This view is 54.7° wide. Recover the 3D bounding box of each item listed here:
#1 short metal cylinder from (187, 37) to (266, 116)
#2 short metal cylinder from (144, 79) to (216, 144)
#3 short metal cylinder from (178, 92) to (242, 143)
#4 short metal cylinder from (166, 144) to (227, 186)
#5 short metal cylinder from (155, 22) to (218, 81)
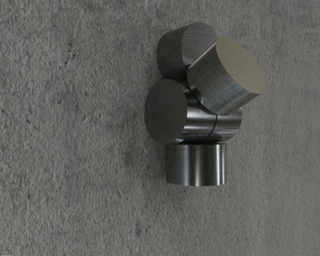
[{"bbox_3d":[0.080,-0.061,0.373,0.080,0.050,0.080,22,49,-28],"label":"short metal cylinder"},{"bbox_3d":[0.024,-0.020,0.393,0.050,0.080,0.079,1,90,-41],"label":"short metal cylinder"},{"bbox_3d":[0.065,-0.019,0.426,0.050,0.080,0.079,0,90,-40],"label":"short metal cylinder"},{"bbox_3d":[0.048,0.045,0.413,0.081,0.080,0.050,0,90,-40],"label":"short metal cylinder"},{"bbox_3d":[0.041,-0.099,0.427,0.081,0.050,0.079,0,90,-40],"label":"short metal cylinder"}]
